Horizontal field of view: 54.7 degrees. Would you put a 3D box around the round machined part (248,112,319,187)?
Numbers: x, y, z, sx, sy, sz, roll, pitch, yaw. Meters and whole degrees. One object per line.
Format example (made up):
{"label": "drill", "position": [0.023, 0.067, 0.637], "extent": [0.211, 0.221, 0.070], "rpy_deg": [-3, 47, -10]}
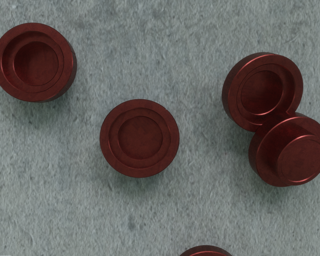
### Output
{"label": "round machined part", "position": [0.165, 0.032, 0.386], "extent": [0.099, 0.042, 0.097], "rpy_deg": [-5, 112, -12]}

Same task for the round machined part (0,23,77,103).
{"label": "round machined part", "position": [-0.156, -0.081, 0.399], "extent": [0.099, 0.042, 0.097], "rpy_deg": [0, 90, -1]}

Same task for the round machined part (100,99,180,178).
{"label": "round machined part", "position": [-0.025, 0.013, 0.401], "extent": [0.099, 0.042, 0.097], "rpy_deg": [0, 90, -1]}

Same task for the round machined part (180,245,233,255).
{"label": "round machined part", "position": [0.059, 0.201, 0.402], "extent": [0.099, 0.042, 0.097], "rpy_deg": [0, 90, -1]}

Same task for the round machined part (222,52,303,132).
{"label": "round machined part", "position": [0.124, -0.047, 0.392], "extent": [0.099, 0.042, 0.097], "rpy_deg": [-4, 112, -11]}
